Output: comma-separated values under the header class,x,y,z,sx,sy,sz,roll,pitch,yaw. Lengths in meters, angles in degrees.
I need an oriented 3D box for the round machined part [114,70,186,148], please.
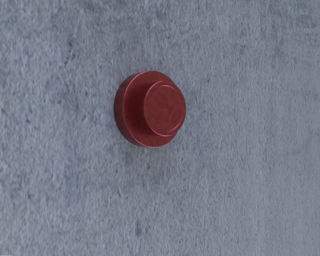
class,x,y,z,sx,sy,sz,roll,pitch,yaw
round machined part,-0.005,-0.024,0.391,0.099,0.042,0.097,0,90,-40
